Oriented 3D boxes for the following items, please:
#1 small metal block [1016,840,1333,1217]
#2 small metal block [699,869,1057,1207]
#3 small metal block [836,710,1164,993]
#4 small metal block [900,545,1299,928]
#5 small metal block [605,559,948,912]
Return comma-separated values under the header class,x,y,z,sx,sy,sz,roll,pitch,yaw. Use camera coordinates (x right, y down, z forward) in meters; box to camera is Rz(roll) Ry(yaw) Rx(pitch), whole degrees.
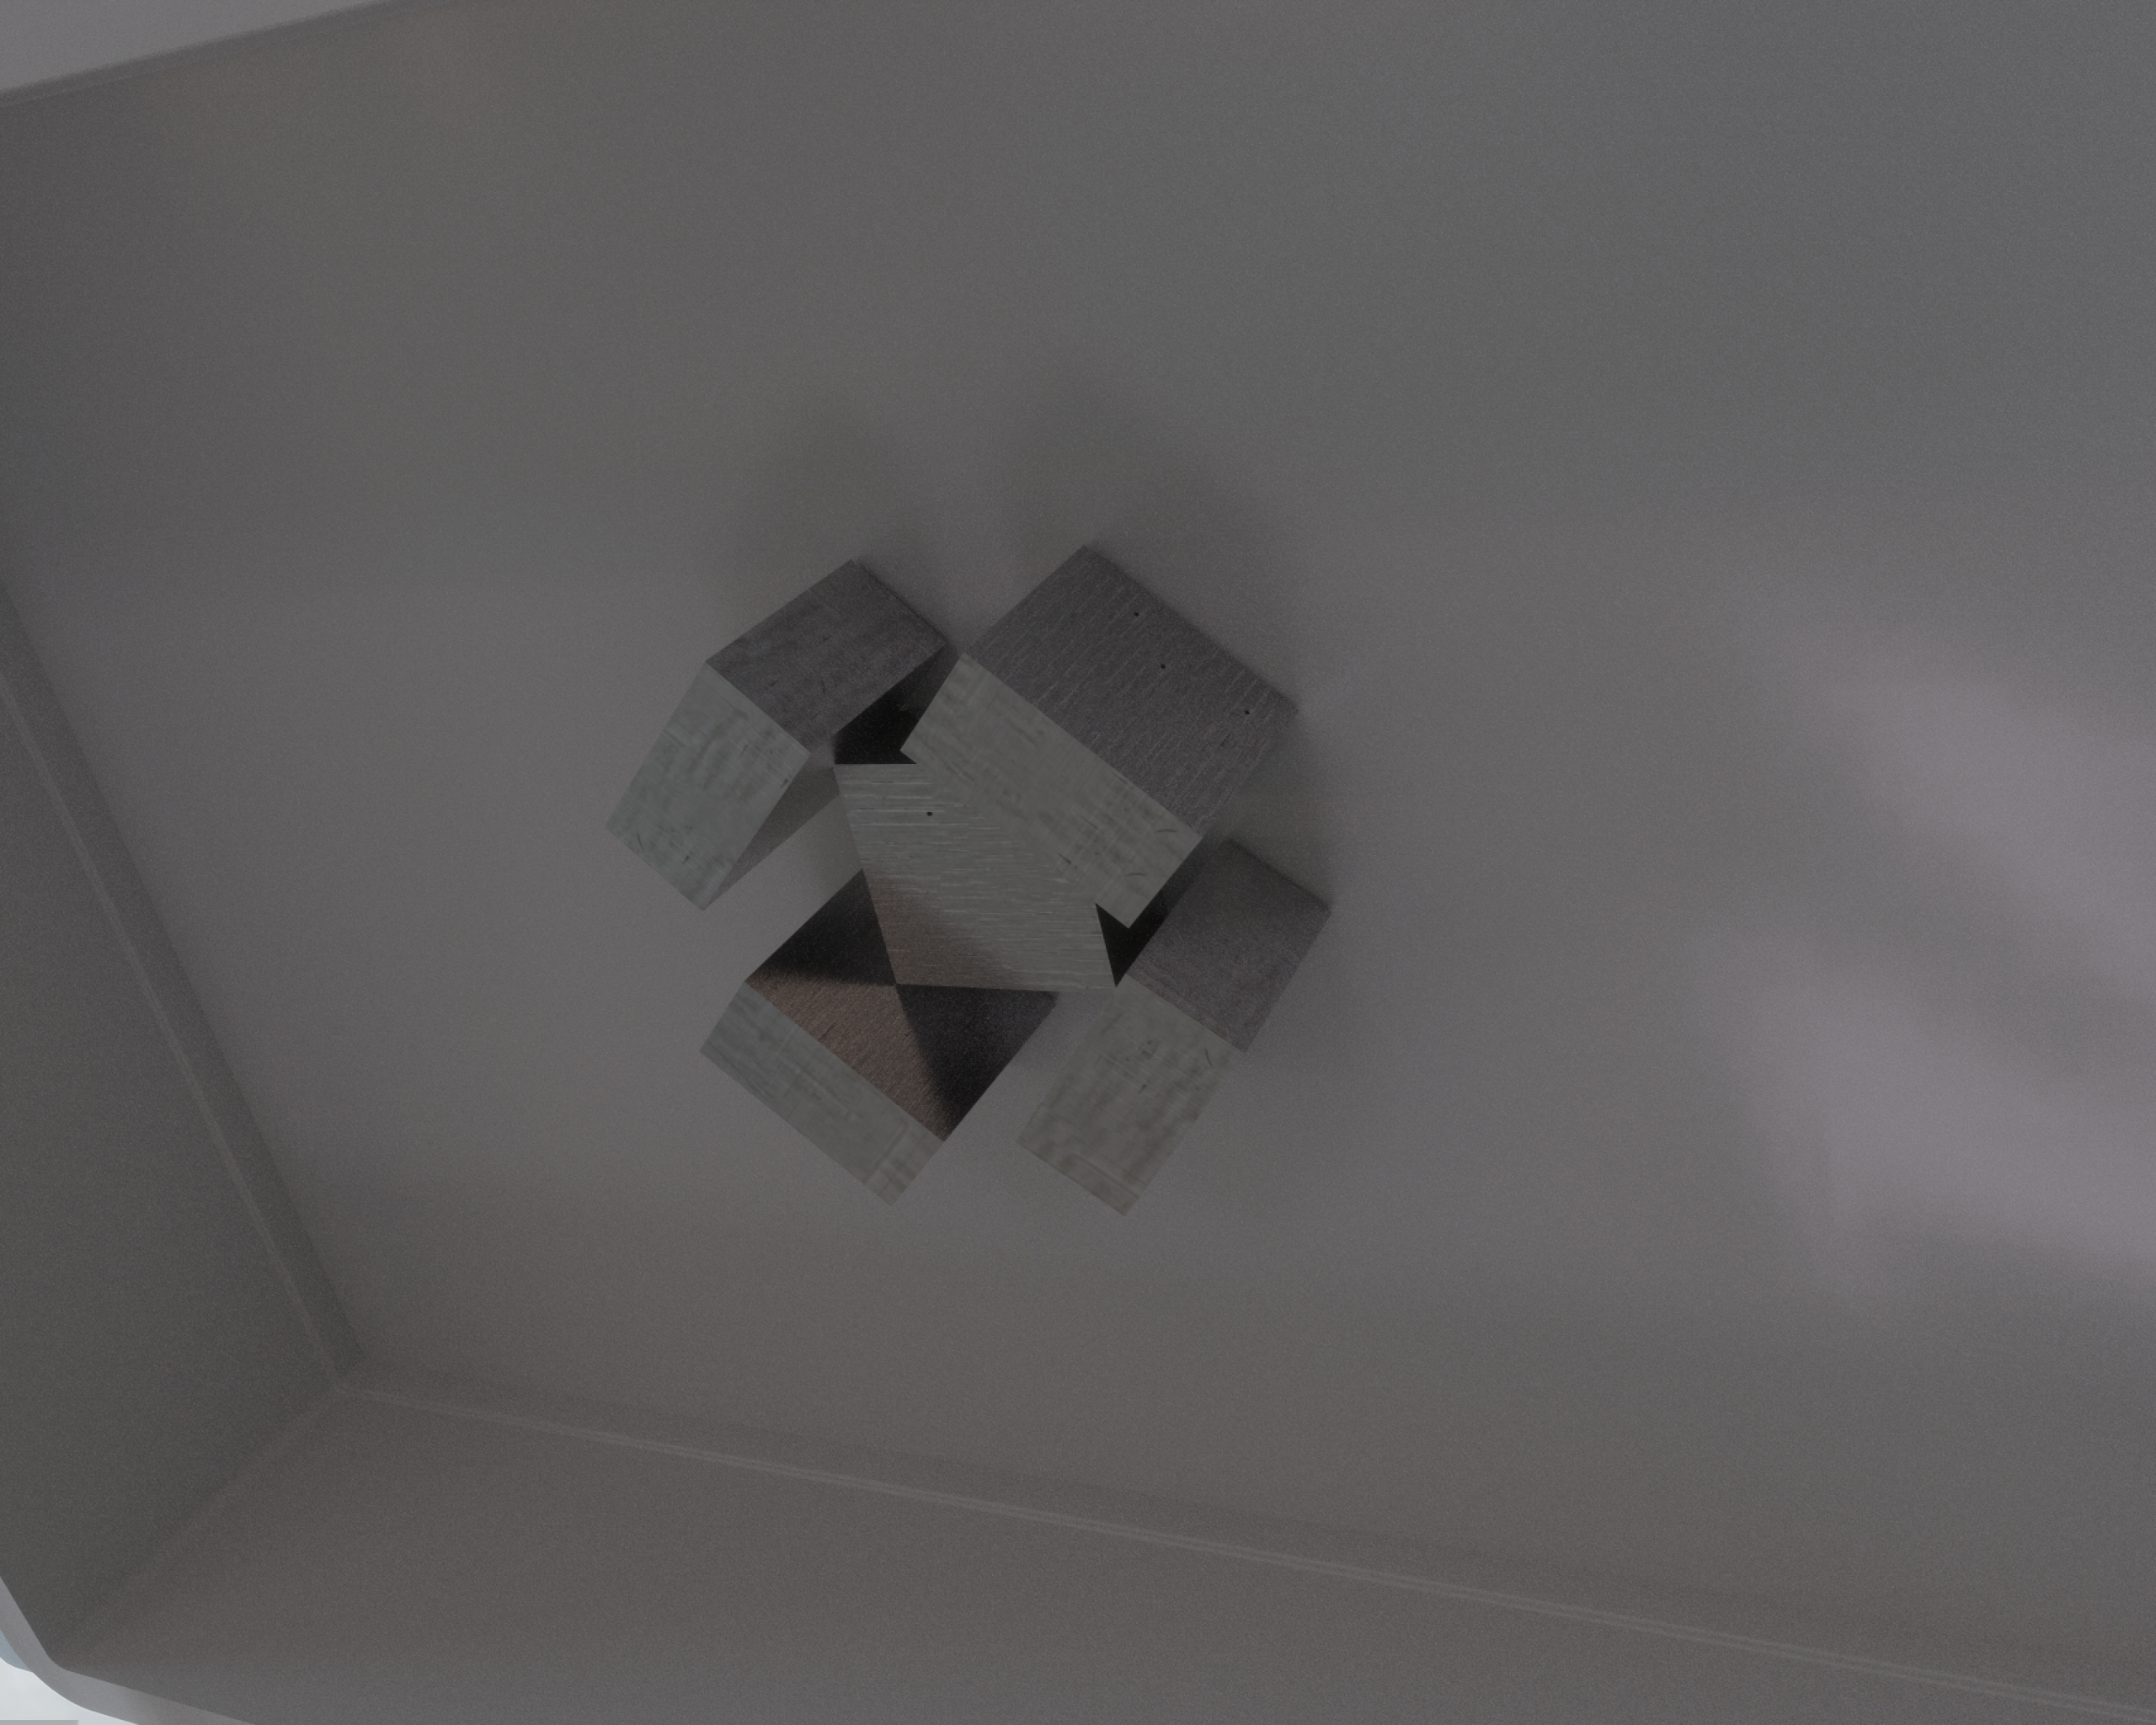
class,x,y,z,sx,sy,sz,roll,pitch,yaw
small metal block,0.019,0.031,0.399,0.025,0.050,0.050,34,128,4
small metal block,-0.041,0.034,0.433,0.050,0.050,0.025,39,130,2
small metal block,-0.015,-0.003,0.412,0.050,0.025,0.050,1,119,28
small metal block,0.005,-0.024,0.372,0.050,0.050,0.025,38,128,1
small metal block,-0.058,-0.025,0.405,0.025,0.050,0.050,41,130,1
